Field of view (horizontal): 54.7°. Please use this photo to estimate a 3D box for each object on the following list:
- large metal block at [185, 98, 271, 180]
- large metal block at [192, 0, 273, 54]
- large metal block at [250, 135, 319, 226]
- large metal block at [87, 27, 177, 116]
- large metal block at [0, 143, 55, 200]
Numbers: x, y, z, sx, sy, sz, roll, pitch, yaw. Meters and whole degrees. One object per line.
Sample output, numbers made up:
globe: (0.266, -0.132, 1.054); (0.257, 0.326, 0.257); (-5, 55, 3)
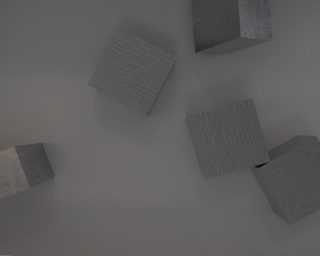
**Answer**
large metal block: (0.084, 0.013, 0.399); (0.080, 0.050, 0.080); (-16, 90, 0)
large metal block: (0.084, -0.138, 0.376); (0.050, 0.080, 0.079); (-6, 93, -31)
large metal block: (0.174, 0.064, 0.400); (0.080, 0.050, 0.080); (-29, 90, 0)
large metal block: (-0.034, -0.069, 0.398); (0.080, 0.050, 0.080); (28, 90, 0)
large metal block: (-0.190, 0.057, 0.382); (0.080, 0.080, 0.050); (-20, 90, 0)
